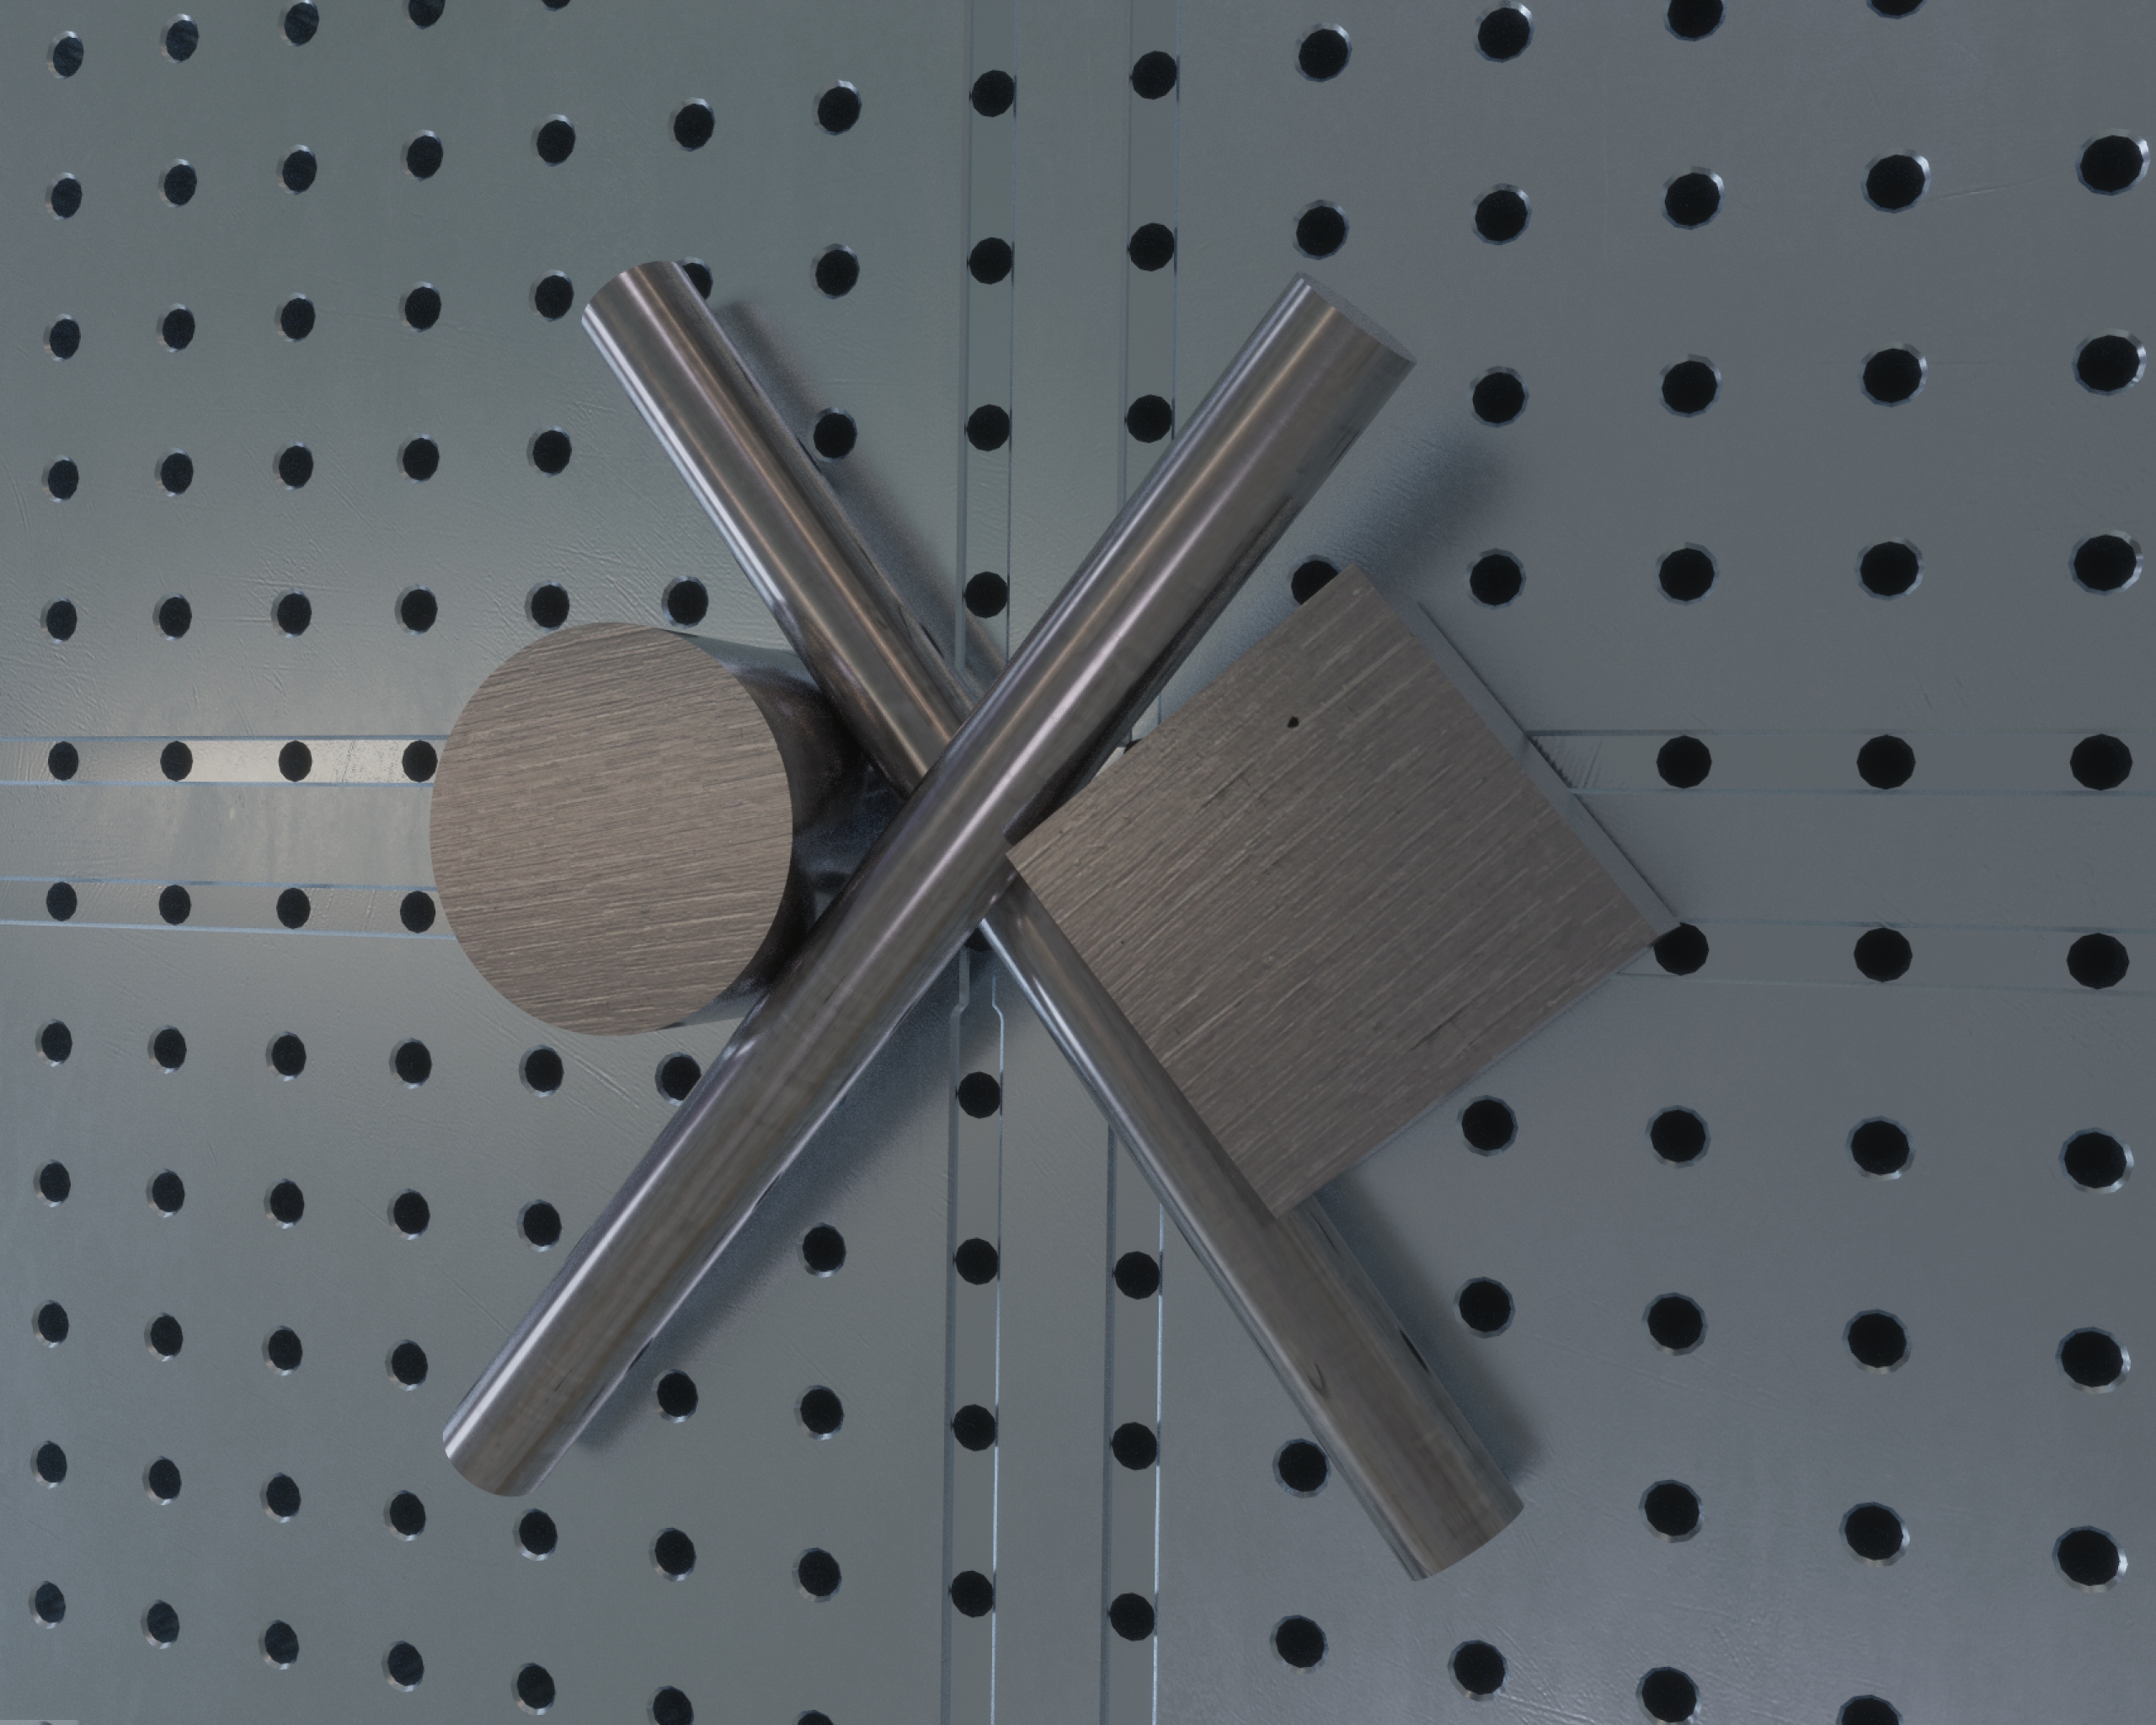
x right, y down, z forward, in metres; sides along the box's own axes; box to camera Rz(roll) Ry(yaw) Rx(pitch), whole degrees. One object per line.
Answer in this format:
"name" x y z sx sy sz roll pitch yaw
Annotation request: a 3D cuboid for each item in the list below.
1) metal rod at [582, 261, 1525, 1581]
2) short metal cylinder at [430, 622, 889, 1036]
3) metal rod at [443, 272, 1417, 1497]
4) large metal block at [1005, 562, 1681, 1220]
"metal rod" -0.011 0.003 0.412 0.025 0.025 0.299 -37 78 16
"short metal cylinder" -0.082 -0.007 0.424 0.080 0.050 0.079 0 90 20
"metal rod" -0.040 0.018 0.400 0.025 0.025 0.299 44 112 14
"large metal block" 0.049 0.005 0.377 0.080 0.050 0.080 -40 78 15
